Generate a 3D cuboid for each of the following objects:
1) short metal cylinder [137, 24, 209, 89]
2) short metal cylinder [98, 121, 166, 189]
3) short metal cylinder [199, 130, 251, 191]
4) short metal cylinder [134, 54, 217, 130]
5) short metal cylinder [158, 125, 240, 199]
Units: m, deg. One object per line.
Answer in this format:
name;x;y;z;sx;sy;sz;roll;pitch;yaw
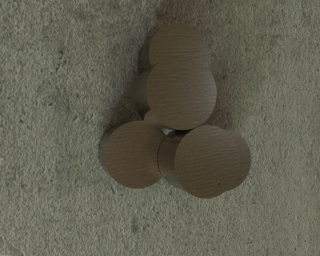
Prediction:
short metal cylinder;0.016;-0.088;0.403;0.081;0.050;0.080;0;90;-20
short metal cylinder;-0.033;0.031;0.385;0.081;0.050;0.080;0;90;-20
short metal cylinder;0.076;0.042;0.424;0.081;0.050;0.080;0;90;-20
short metal cylinder;0.016;-0.038;0.349;0.081;0.050;0.080;0;90;-20
short metal cylinder;0.044;0.037;0.359;0.081;0.050;0.080;0;90;-21
